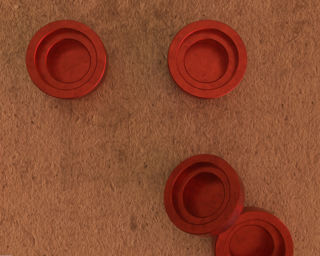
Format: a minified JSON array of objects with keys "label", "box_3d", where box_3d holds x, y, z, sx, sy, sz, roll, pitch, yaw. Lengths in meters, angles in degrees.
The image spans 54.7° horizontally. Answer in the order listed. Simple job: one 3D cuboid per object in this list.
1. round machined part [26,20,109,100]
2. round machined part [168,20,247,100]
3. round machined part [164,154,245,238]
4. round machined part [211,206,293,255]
[{"label":"round machined part","box_3d":[-0.116,-0.085,0.400,0.099,0.042,0.097,0,90,0]},{"label":"round machined part","box_3d":[0.059,-0.085,0.402,0.099,0.042,0.097,0,90,0]},{"label":"round machined part","box_3d":[0.057,0.085,0.385,0.098,0.042,0.098,-16,57,26]},{"label":"round machined part","box_3d":[0.115,0.150,0.401,0.099,0.042,0.097,0,91,-2]}]
